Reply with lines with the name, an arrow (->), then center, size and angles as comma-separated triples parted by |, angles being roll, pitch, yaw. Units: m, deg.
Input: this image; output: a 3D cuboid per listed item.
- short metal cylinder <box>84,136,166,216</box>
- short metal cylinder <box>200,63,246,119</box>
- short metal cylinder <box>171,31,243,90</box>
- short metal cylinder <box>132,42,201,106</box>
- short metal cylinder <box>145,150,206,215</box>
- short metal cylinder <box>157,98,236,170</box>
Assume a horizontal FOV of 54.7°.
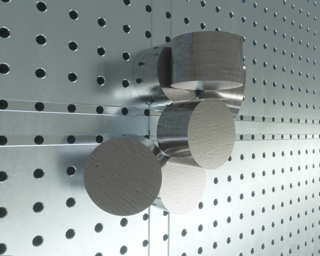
short metal cylinder -> -0.035, 0.048, 0.336 | 0.050, 0.080, 0.079 | -16, 104, -84
short metal cylinder -> 0.084, -0.055, 0.434 | 0.050, 0.080, 0.080 | 8, 83, 1
short metal cylinder -> 0.053, -0.073, 0.350 | 0.081, 0.080, 0.050 | 0, 90, -40
short metal cylinder -> 0.012, -0.069, 0.402 | 0.081, 0.050, 0.079 | -1, 91, -40
short metal cylinder -> 0.014, 0.067, 0.403 | 0.081, 0.050, 0.079 | -1, 92, -40
short metal cylinder -> 0.043, 0.006, 0.362 | 0.081, 0.050, 0.079 | 0, 90, -40
